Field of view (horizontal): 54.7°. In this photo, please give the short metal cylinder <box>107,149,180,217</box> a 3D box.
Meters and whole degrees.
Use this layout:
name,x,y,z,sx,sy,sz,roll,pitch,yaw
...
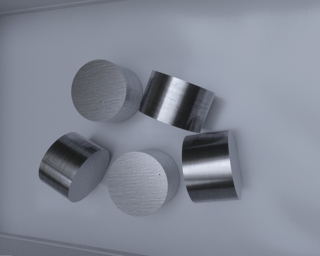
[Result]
name,x,y,z,sx,sy,sz,roll,pitch,yaw
short metal cylinder,-0.020,0.068,0.402,0.080,0.050,0.079,0,90,19

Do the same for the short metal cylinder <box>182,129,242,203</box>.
name,x,y,z,sx,sy,sz,roll,pitch,yaw
short metal cylinder,0.062,0.044,0.357,0.050,0.080,0.080,-10,87,19

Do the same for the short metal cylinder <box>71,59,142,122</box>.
name,x,y,z,sx,sy,sz,roll,pitch,yaw
short metal cylinder,-0.071,-0.048,0.419,0.080,0.050,0.079,0,90,19

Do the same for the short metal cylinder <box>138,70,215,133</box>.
name,x,y,z,sx,sy,sz,roll,pitch,yaw
short metal cylinder,0.020,-0.032,0.373,0.080,0.080,0.050,23,98,18

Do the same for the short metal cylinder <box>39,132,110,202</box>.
name,x,y,z,sx,sy,sz,roll,pitch,yaw
short metal cylinder,-0.113,0.052,0.417,0.050,0.080,0.080,29,99,17
